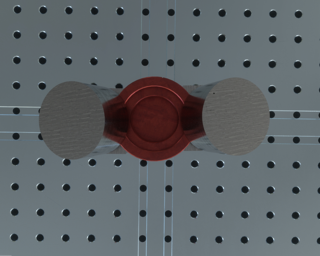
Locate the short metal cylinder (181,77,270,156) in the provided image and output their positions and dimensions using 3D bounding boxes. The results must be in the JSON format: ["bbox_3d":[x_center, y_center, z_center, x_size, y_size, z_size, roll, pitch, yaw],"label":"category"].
[{"bbox_3d":[0.070,-0.012,0.338,0.081,0.050,0.080,0,90,-20],"label":"short metal cylinder"}]

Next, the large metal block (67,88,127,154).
[{"bbox_3d":[-0.081,-0.009,0.400,0.081,0.050,0.080,1,90,0],"label":"large metal block"}]

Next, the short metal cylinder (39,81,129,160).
[{"bbox_3d":[-0.082,-0.008,0.337,0.080,0.050,0.079,0,91,21],"label":"short metal cylinder"}]

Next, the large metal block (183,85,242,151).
[{"bbox_3d":[0.069,-0.013,0.401,0.081,0.050,0.080,-1,90,0],"label":"large metal block"}]

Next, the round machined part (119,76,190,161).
[{"bbox_3d":[-0.006,-0.011,0.375,0.099,0.042,0.097,0,90,0],"label":"round machined part"}]
